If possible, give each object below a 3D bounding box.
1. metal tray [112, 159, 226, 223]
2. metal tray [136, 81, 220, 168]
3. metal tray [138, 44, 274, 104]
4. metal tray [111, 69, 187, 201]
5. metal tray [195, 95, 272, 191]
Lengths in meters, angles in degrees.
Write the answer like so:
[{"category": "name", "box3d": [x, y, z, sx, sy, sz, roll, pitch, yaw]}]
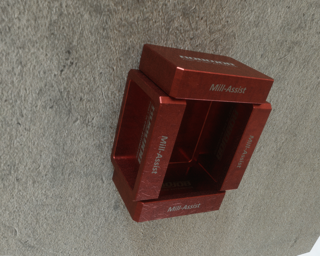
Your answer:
[{"category": "metal tray", "box3d": [0.012, 0.078, 0.422, 0.131, 0.090, 0.030, 1, 118, -29]}, {"category": "metal tray", "box3d": [0.021, -0.007, 0.413, 0.091, 0.030, 0.129, 1, 118, -29]}, {"category": "metal tray", "box3d": [0.052, -0.062, 0.357, 0.131, 0.090, 0.030, 1, 118, -29]}, {"category": "metal tray", "box3d": [-0.019, 0.007, 0.361, 0.030, 0.090, 0.129, 1, 118, -29]}, {"category": "metal tray", "box3d": [0.087, 0.008, 0.420, 0.030, 0.090, 0.129, 1, 118, -29]}]
